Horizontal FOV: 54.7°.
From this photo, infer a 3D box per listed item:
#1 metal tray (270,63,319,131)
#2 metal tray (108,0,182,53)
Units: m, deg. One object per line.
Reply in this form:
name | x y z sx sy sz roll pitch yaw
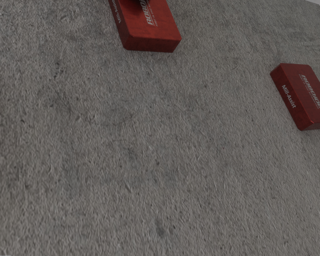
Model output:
metal tray | 0.273 -0.061 0.584 0.091 0.030 0.130 -4 64 -30
metal tray | -0.028 -0.183 0.497 0.091 0.030 0.130 -5 64 -30
